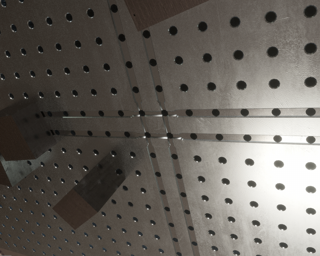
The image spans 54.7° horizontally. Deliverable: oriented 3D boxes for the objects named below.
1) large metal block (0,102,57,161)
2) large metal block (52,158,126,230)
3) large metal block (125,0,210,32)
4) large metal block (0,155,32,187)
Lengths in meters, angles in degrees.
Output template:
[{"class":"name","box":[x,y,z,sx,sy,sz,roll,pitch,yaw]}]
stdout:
[{"class":"large metal block","box":[-0.235,0.007,0.521,0.080,0.050,0.080,-6,116,30]},{"class":"large metal block","box":[-0.114,0.105,0.499,0.050,0.080,0.080,45,129,-4]},{"class":"large metal block","box":[0.005,-0.151,0.298,0.080,0.050,0.080,-13,112,33]},{"class":"large metal block","box":[-0.303,0.059,0.587,0.080,0.050,0.079,6,121,24]}]
